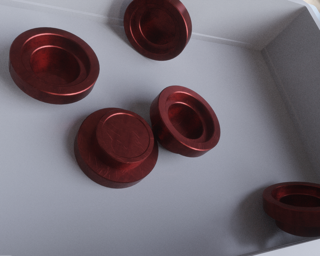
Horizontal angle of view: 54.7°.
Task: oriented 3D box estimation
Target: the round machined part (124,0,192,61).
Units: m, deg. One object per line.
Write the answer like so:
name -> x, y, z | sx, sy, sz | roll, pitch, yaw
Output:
round machined part -> 0.000, -0.152, 0.453 | 0.098, 0.097, 0.042 | 35, 47, -6

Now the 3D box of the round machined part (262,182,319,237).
round machined part -> 0.188, 0.108, 0.408 | 0.099, 0.098, 0.042 | -12, 102, -33

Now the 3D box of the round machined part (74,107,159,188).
round machined part -> -0.046, 0.017, 0.361 | 0.099, 0.042, 0.098 | 14, 56, -21

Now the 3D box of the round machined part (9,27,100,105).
round machined part -> -0.126, -0.069, 0.369 | 0.099, 0.042, 0.098 | 14, 56, -21

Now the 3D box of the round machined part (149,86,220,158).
round machined part -> 0.028, -0.005, 0.409 | 0.099, 0.042, 0.098 | 20, 49, -25
